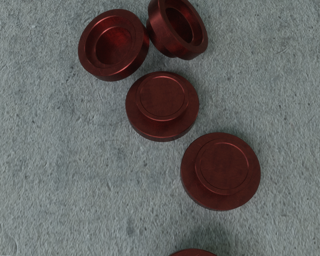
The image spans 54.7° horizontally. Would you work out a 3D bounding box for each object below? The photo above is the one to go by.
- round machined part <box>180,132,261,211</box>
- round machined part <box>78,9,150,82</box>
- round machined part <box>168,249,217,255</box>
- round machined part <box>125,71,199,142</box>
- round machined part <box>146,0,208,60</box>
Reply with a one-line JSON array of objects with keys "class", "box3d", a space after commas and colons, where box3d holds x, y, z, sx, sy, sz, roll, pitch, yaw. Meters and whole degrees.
[{"class": "round machined part", "box3d": [0.075, 0.051, 0.381, 0.099, 0.042, 0.098, 0, 70, 0]}, {"class": "round machined part", "box3d": [-0.059, -0.109, 0.427, 0.098, 0.042, 0.098, -5, 74, 19]}, {"class": "round machined part", "box3d": [0.036, 0.182, 0.333, 0.099, 0.042, 0.098, 0, 70, 0]}, {"class": "round machined part", "box3d": [0.003, -0.034, 0.411, 0.099, 0.042, 0.098, 0, 70, 0]}, {"class": "round machined part", "box3d": [0.020, -0.138, 0.431, 0.099, 0.042, 0.098, 24, 53, -37]}]
